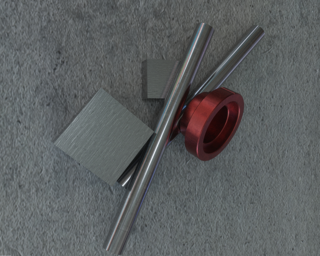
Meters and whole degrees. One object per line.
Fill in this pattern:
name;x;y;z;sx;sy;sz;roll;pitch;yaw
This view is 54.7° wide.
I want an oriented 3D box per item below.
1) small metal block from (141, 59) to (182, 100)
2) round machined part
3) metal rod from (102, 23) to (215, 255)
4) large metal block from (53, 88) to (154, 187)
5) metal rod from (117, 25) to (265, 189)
small metal block;0.003;-0.063;0.411;0.050;0.025;0.050;-1;90;-20
round machined part;0.064;-0.009;0.408;0.099;0.042;0.097;-33;140;-33
metal rod;0.002;0.006;0.383;0.025;0.025;0.299;26;81;-19
large metal block;-0.069;0.010;0.371;0.080;0.050;0.080;41;77;-16
metal rod;0.049;-0.036;0.428;0.025;0.025;0.301;46;76;-15
